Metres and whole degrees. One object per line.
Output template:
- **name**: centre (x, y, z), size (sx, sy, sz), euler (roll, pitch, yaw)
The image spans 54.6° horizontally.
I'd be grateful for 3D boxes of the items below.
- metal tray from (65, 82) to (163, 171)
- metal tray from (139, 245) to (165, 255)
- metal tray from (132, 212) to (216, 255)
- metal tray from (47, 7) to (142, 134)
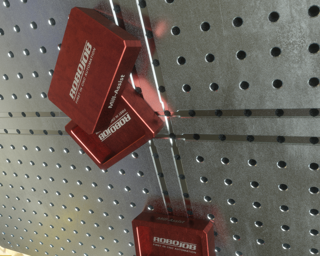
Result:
- **metal tray**: centre (-0.069, -0.002, 0.443), size (0.130, 0.030, 0.090), euler (-35, 99, 38)
- **metal tray**: centre (-0.014, 0.289, 0.594), size (0.090, 0.030, 0.129), euler (32, 129, 7)
- **metal tray**: centre (0.021, 0.189, 0.498), size (0.130, 0.030, 0.089), euler (0, 102, 28)
- **metal tray**: centre (-0.086, -0.069, 0.384), size (0.090, 0.030, 0.129), euler (38, 120, 19)
